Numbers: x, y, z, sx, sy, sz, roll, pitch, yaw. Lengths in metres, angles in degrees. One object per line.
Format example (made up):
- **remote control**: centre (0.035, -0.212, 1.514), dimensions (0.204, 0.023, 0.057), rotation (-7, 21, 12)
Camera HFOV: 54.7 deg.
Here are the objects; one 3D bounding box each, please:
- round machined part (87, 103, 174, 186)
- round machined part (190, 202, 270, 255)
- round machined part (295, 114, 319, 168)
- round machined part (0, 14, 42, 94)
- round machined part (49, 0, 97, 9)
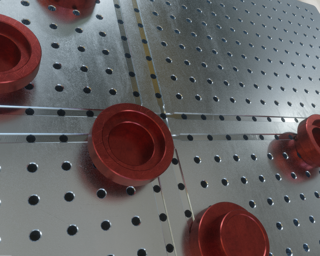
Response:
- **round machined part**: centre (-0.037, 0.022, 0.365), dimensions (0.099, 0.042, 0.098), rotation (14, 56, -21)
- **round machined part**: centre (0.088, 0.135, 0.364), dimensions (0.099, 0.042, 0.098), rotation (14, 56, -21)
- **round machined part**: centre (0.272, 0.028, 0.530), dimensions (0.099, 0.042, 0.098), rotation (14, 56, -21)
- **round machined part**: centre (-0.187, -0.078, 0.345), dimensions (0.099, 0.042, 0.098), rotation (14, 56, -21)
- **round machined part**: centre (-0.136, -0.230, 0.465), dimensions (0.099, 0.042, 0.098), rotation (14, 56, -21)
